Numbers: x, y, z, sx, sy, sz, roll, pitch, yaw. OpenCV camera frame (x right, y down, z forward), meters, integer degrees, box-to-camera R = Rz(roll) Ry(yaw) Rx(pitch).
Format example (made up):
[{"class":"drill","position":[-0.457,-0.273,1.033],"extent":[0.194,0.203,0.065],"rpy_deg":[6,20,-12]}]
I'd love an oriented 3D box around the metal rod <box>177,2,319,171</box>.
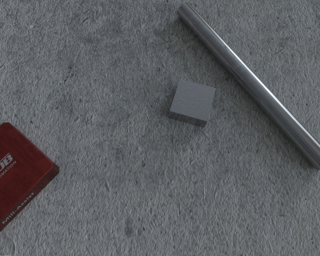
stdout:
[{"class":"metal rod","position":[0.123,-0.068,0.434],"extent":[0.025,0.025,0.300],"rpy_deg":[-34,74,-12]}]

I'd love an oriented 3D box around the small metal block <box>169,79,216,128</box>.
[{"class":"small metal block","position":[0.044,-0.034,0.421],"extent":[0.050,0.025,0.050],"rpy_deg":[16,71,5]}]

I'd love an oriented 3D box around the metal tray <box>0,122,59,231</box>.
[{"class":"metal tray","position":[-0.203,0.068,0.378],"extent":[0.090,0.030,0.130],"rpy_deg":[39,74,12]}]
